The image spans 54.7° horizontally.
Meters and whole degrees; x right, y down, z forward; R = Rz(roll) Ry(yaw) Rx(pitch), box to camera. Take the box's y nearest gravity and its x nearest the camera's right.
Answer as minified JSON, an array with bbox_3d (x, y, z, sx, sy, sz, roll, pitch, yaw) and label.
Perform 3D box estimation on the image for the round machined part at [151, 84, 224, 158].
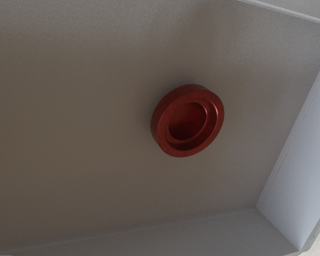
[{"bbox_3d":[0.032,-0.013,0.409,0.099,0.042,0.097,-14,125,-21],"label":"round machined part"}]
